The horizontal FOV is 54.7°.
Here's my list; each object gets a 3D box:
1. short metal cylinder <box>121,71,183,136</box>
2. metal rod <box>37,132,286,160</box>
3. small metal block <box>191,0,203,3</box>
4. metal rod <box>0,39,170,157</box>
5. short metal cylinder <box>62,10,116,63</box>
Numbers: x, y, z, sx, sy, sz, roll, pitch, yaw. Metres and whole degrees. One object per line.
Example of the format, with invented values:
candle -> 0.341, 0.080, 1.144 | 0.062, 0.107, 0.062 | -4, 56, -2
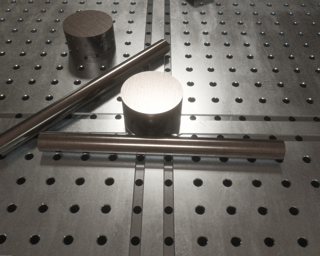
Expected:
short metal cylinder -> -0.010, -0.032, 0.418 | 0.081, 0.050, 0.080 | 0, 50, 0
metal rod -> 0.001, 0.022, 0.388 | 0.302, 0.025, 0.025 | 2, 50, 1
small metal block -> 0.080, -0.294, 0.656 | 0.050, 0.025, 0.050 | -24, 54, -19
metal rod -> -0.097, -0.057, 0.453 | 0.025, 0.025, 0.302 | 37, 59, 26
short metal cylinder -> -0.117, -0.154, 0.519 | 0.081, 0.050, 0.080 | 0, 50, 0
